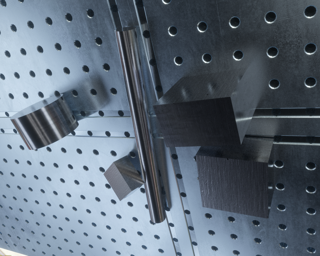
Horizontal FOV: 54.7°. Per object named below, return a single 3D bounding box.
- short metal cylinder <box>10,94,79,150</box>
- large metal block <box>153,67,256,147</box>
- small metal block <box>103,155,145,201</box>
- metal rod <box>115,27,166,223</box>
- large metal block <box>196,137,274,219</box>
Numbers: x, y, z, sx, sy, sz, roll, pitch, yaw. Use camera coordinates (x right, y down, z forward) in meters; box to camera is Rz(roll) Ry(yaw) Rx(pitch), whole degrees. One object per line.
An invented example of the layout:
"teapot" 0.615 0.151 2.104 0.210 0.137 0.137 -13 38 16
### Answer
"short metal cylinder" -0.168 -0.010 0.456 0.080 0.080 0.050 -10 113 32
"large metal block" 0.051 -0.022 0.334 0.080 0.080 0.050 -4 116 30
"small metal block" -0.056 0.077 0.471 0.050 0.025 0.050 56 142 11
"metal rod" -0.022 0.015 0.430 0.025 0.025 0.298 6 121 25
"large metal block" 0.094 0.057 0.380 0.080 0.050 0.079 4 120 26
